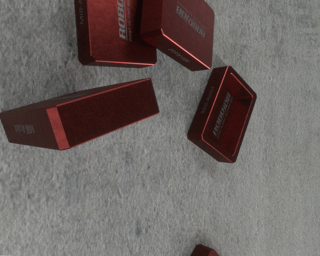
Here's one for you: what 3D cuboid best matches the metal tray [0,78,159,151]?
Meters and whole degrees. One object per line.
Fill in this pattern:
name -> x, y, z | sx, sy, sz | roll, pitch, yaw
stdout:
metal tray -> -0.076, -0.013, 0.274 | 0.091, 0.130, 0.030 | -24, 105, -38

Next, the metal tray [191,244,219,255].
metal tray -> 0.077, 0.252, 0.469 | 0.090, 0.030, 0.130 | -51, 120, -28

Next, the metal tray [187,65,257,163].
metal tray -> 0.102, -0.021, 0.489 | 0.090, 0.030, 0.130 | 36, 68, -34

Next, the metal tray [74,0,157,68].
metal tray -> -0.051, -0.138, 0.360 | 0.091, 0.030, 0.129 | -6, 94, -40

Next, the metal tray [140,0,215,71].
metal tray -> 0.028, -0.136, 0.402 | 0.131, 0.030, 0.090 | 16, 76, -55
